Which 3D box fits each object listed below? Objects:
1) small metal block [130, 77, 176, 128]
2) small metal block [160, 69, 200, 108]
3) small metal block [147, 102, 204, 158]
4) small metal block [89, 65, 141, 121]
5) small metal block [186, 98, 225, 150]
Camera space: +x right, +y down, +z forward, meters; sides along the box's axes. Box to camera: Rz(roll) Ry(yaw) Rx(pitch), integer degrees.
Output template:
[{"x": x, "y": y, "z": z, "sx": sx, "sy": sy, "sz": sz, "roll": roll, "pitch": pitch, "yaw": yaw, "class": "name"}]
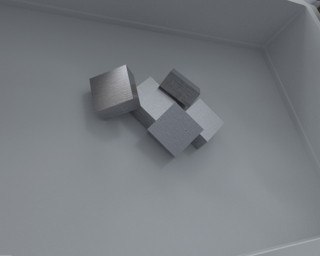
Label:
[{"x": -0.014, "y": -0.034, "z": 0.418, "sx": 0.050, "sy": 0.025, "sz": 0.050, "roll": 44, "pitch": 51, "yaw": 2, "class": "small metal block"}, {"x": 0.030, "y": -0.058, "z": 0.442, "sx": 0.050, "sy": 0.025, "sz": 0.050, "roll": 37, "pitch": 16, "yaw": -4, "class": "small metal block"}, {"x": 0.019, "y": 0.003, "z": 0.398, "sx": 0.050, "sy": 0.025, "sz": 0.050, "roll": 45, "pitch": 82, "yaw": 3, "class": "small metal block"}, {"x": -0.056, "y": -0.043, "z": 0.384, "sx": 0.050, "sy": 0.025, "sz": 0.050, "roll": -19, "pitch": 64, "yaw": 11, "class": "small metal block"}, {"x": 0.055, "y": -0.006, "z": 0.439, "sx": 0.050, "sy": 0.025, "sz": 0.050, "roll": 46, "pitch": 51, "yaw": 3, "class": "small metal block"}]
